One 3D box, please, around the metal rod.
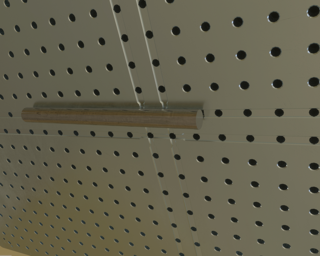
[{"bbox_3d":[-0.086,-0.016,0.446,0.300,0.025,0.025,2,120,27],"label":"metal rod"}]
